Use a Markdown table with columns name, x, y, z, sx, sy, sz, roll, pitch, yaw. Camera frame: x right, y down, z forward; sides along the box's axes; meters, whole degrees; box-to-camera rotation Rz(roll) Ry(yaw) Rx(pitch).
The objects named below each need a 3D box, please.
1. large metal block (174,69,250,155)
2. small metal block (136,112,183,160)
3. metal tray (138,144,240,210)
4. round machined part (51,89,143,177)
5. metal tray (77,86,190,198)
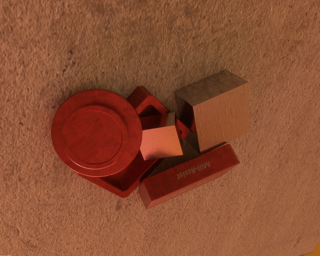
| name | x | y | z | sx | sy | sz | roll | pitch | yaw |
| --- | --- | --- | --- | --- | --- | --- | --- | --- | --- |
| large metal block | 0.072 | -0.022 | 0.418 | 0.081 | 0.050 | 0.080 | -24 | 127 | -14 |
| small metal block | -0.001 | 0.011 | 0.385 | 0.050 | 0.025 | 0.050 | -9 | 130 | 10 |
| metal tray | 0.038 | 0.071 | 0.440 | 0.131 | 0.030 | 0.090 | -21 | 163 | -16 |
| round machined part | -0.068 | 0.007 | 0.337 | 0.099 | 0.042 | 0.097 | -1 | 99 | -4 |
| metal tray | -0.035 | 0.022 | 0.398 | 0.130 | 0.030 | 0.090 | -46 | 129 | 4 |
